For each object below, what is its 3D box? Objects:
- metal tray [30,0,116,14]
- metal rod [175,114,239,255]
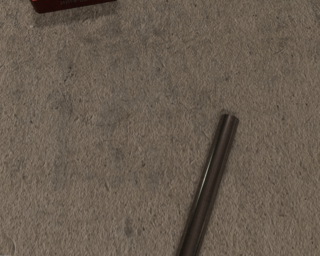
[{"bbox_3d":[-0.139,-0.236,0.489,0.131,0.030,0.090,-12,71,-5],"label":"metal tray"},{"bbox_3d":[0.042,0.119,0.364,0.025,0.025,0.300,19,71,6],"label":"metal rod"}]
